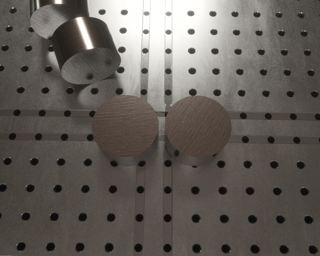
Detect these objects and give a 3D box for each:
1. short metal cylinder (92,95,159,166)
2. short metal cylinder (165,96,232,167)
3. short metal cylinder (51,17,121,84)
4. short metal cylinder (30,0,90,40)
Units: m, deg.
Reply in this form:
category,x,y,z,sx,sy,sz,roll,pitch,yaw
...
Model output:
category,x,y,z,sx,sy,sz,roll,pitch,yaw
short metal cylinder,-0.042,0.005,0.396,0.081,0.050,0.080,0,70,0
short metal cylinder,0.046,0.005,0.397,0.081,0.050,0.080,0,70,-1
short metal cylinder,-0.099,-0.102,0.419,0.080,0.080,0.050,-20,72,-7
short metal cylinder,-0.142,-0.168,0.442,0.081,0.080,0.050,-9,71,-4
